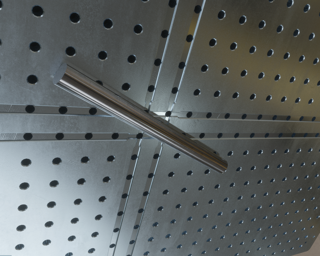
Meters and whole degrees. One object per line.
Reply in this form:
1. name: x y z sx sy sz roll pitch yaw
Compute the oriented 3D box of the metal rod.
1. metal rod: -0.002 0.003 0.414 0.301 0.025 0.025 30 101 -38
